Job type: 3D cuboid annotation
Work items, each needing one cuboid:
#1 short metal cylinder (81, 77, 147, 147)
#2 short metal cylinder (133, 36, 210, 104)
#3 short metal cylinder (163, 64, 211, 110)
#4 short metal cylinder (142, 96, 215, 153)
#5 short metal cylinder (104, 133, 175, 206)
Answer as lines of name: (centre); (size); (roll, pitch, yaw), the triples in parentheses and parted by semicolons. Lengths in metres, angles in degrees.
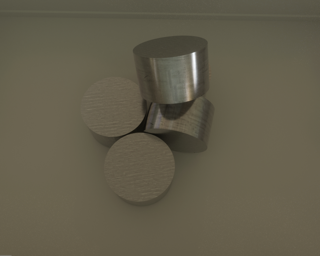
short metal cylinder: (-0.056, -0.019, 0.400); (0.081, 0.050, 0.080); (0, 70, 0)
short metal cylinder: (0.014, -0.067, 0.345); (0.080, 0.050, 0.080); (-6, 30, 4)
short metal cylinder: (0.025, -0.063, 0.418); (0.081, 0.050, 0.080); (0, 70, 0)
short metal cylinder: (0.023, -0.006, 0.382); (0.080, 0.080, 0.050); (13, 71, 4)
short metal cylinder: (-0.023, 0.051, 0.375); (0.081, 0.050, 0.080); (0, 70, 0)
